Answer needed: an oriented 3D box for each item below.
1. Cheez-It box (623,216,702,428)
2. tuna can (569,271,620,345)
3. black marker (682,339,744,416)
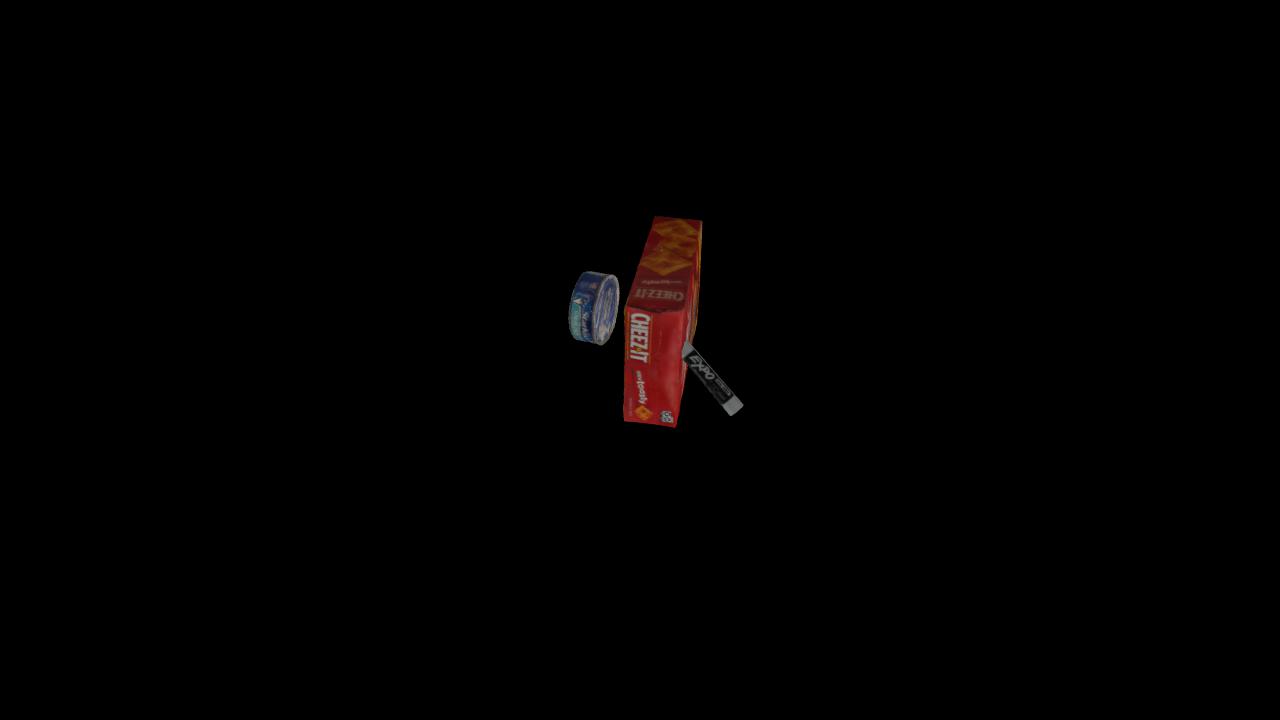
[{"bbox_3d":[0.031,-0.052,0.747,0.071,0.166,0.223,6,38,8],"label":"Cheez-It box"},{"bbox_3d":[-0.053,-0.061,0.720,0.034,0.084,0.084,12,3,14],"label":"tuna can"},{"bbox_3d":[0.064,0.007,0.652,0.020,0.121,0.020,-40,-3,-2],"label":"black marker"}]
